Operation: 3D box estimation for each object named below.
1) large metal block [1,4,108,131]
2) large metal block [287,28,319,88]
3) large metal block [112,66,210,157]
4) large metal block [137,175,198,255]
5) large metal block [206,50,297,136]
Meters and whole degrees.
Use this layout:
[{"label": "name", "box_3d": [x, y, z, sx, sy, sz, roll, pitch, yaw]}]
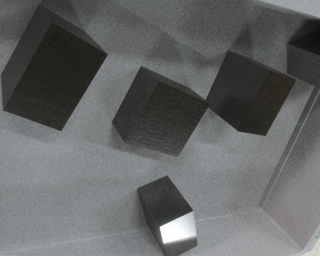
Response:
[{"label": "large metal block", "box_3d": [-0.101, -0.057, 0.283, 0.050, 0.080, 0.080, 25, 105, -37]}, {"label": "large metal block", "box_3d": [0.243, -0.102, 0.442, 0.080, 0.080, 0.050, -27, 128, -12]}, {"label": "large metal block", "box_3d": [0.000, -0.018, 0.381, 0.081, 0.050, 0.080, 18, 109, -35]}, {"label": "large metal block", "box_3d": [0.011, 0.132, 0.461, 0.050, 0.080, 0.080, -21, 127, -16]}, {"label": "large metal block", "box_3d": [0.114, -0.046, 0.406, 0.050, 0.080, 0.079, 9, 114, -32]}]
